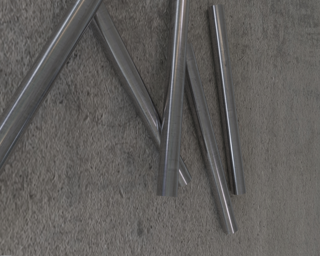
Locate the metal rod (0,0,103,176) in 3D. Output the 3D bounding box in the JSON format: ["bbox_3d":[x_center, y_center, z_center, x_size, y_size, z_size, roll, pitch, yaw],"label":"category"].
[{"bbox_3d":[-0.126,-0.015,0.281,0.025,0.025,0.300,35,73,-35],"label":"metal rod"}]

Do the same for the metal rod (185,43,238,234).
[{"bbox_3d":[0.073,0.024,0.465,0.025,0.025,0.298,-26,107,-37],"label":"metal rod"}]

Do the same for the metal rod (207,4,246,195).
[{"bbox_3d":[0.108,-0.040,0.494,0.025,0.025,0.298,-15,100,-39],"label":"metal rod"}]

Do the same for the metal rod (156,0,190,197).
[{"bbox_3d":[0.020,-0.065,0.397,0.025,0.025,0.299,15,73,-39],"label":"metal rod"}]

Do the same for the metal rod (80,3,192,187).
[{"bbox_3d":[-0.031,-0.051,0.378,0.025,0.025,0.299,-41,115,-32],"label":"metal rod"}]
